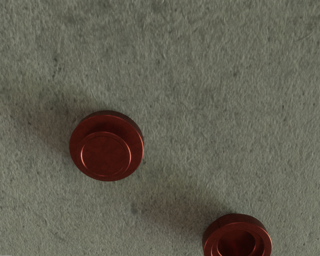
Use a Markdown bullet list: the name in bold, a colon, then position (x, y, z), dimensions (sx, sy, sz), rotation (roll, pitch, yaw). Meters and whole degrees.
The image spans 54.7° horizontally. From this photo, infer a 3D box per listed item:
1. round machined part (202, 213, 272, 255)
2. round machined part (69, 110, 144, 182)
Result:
- **round machined part**: position (0.112, 0.169, 0.465), dimensions (0.099, 0.042, 0.097), rotation (0, 110, -1)
- **round machined part**: position (-0.071, 0.029, 0.410), dimensions (0.099, 0.042, 0.097), rotation (0, 110, -1)
